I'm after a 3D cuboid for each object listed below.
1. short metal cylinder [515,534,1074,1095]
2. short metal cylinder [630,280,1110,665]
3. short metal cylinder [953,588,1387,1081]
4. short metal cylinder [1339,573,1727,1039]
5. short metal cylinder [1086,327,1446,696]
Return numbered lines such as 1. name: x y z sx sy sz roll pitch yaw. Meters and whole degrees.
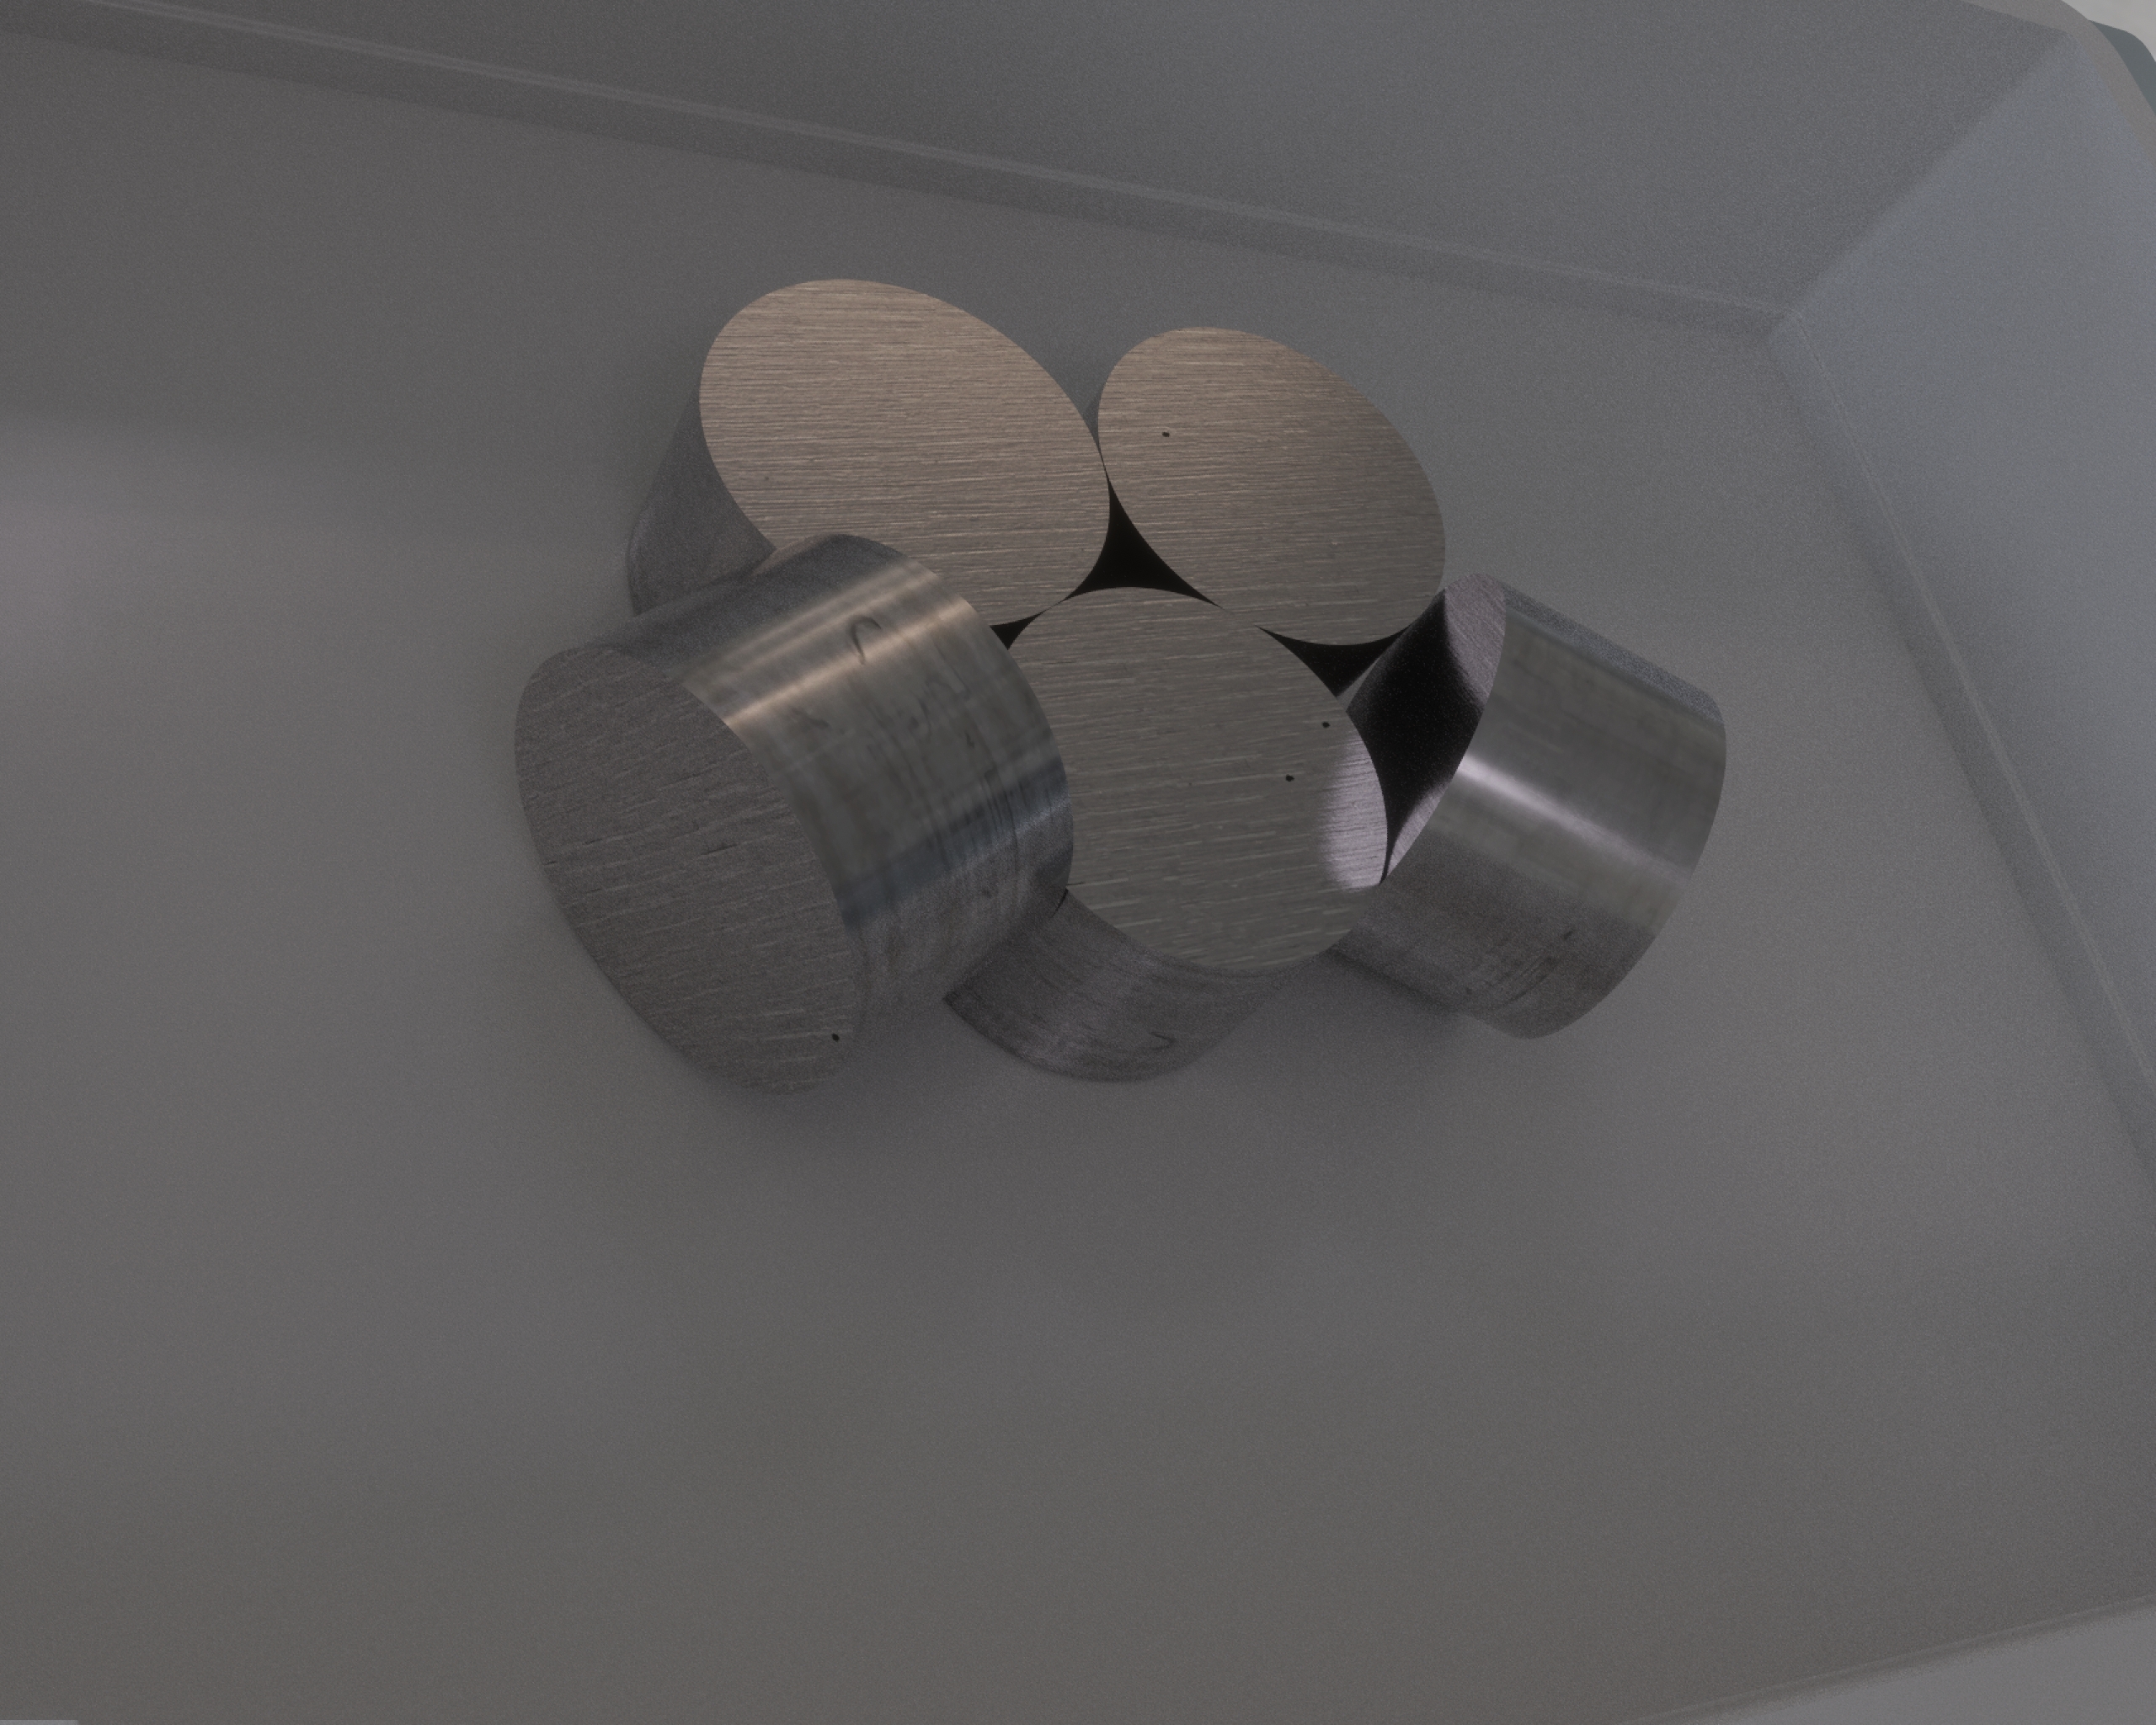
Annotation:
1. short metal cylinder: -0.048 -0.008 0.348 0.050 0.080 0.080 -35 81 -38
2. short metal cylinder: -0.041 -0.065 0.405 0.081 0.050 0.080 14 56 -21
3. short metal cylinder: 0.011 -0.005 0.396 0.081 0.050 0.080 14 56 -21
4. short metal cylinder: 0.084 -0.011 0.420 0.050 0.080 0.080 26 53 -12
5. short metal cylinder: 0.030 -0.066 0.444 0.081 0.050 0.080 14 56 -21
